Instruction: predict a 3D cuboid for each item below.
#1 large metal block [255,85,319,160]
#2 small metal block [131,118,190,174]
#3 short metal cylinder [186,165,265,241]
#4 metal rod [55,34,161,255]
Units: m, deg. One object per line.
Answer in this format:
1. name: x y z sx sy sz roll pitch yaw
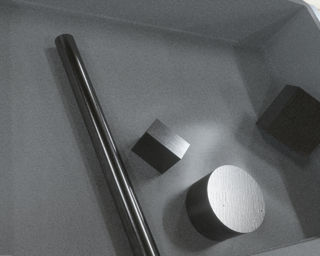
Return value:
1. large metal block: 0.214 -0.011 0.486 0.080 0.080 0.050 35 11 -6
2. small metal block: 0.000 0.024 0.376 0.050 0.050 0.025 38 51 -3
3. short metal cylinder: 0.079 0.092 0.378 0.081 0.050 0.080 14 56 -21
4. metal rod: -0.067 0.013 0.362 0.025 0.025 0.299 -12 68 -33
